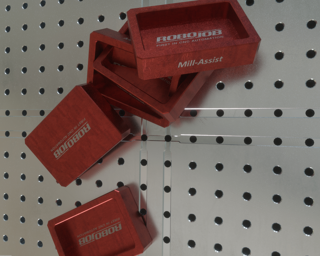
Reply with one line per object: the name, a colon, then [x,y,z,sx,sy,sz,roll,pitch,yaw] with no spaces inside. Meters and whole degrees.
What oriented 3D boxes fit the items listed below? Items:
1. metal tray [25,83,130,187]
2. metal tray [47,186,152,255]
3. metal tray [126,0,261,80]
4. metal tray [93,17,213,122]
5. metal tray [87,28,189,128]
metal tray: [-0.116,0.011,0.430,0.130,0.030,0.090,-39,91,23]
metal tray: [-0.088,0.149,0.439,0.130,0.030,0.090,-28,81,17]
metal tray: [0.034,-0.104,0.349,0.131,0.030,0.090,-9,54,-5]
metal tray: [-0.010,-0.078,0.389,0.130,0.030,0.090,35,85,25]
metal tray: [-0.032,-0.066,0.401,0.130,0.030,0.089,24,123,18]
